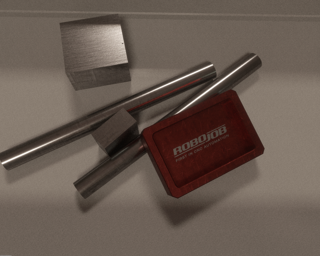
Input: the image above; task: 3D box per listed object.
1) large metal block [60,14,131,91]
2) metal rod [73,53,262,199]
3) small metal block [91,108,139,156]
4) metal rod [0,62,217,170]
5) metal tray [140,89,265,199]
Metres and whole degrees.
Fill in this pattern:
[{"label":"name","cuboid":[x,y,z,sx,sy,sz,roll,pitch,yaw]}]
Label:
[{"label":"large metal block","cuboid":[-0.089,-0.105,0.434,0.081,0.050,0.080,-11,71,-5]},{"label":"metal rod","cuboid":[0.019,-0.010,0.413,0.301,0.025,0.025,-36,74,-13]},{"label":"small metal block","cuboid":[-0.055,0.008,0.393,0.050,0.050,0.025,-41,75,-14]},{"label":"metal rod","cuboid":[-0.061,-0.020,0.416,0.302,0.025,0.025,-25,72,-9]},{"label":"metal tray","cuboid":[0.052,0.018,0.385,0.131,0.030,0.090,-25,87,-12]}]
